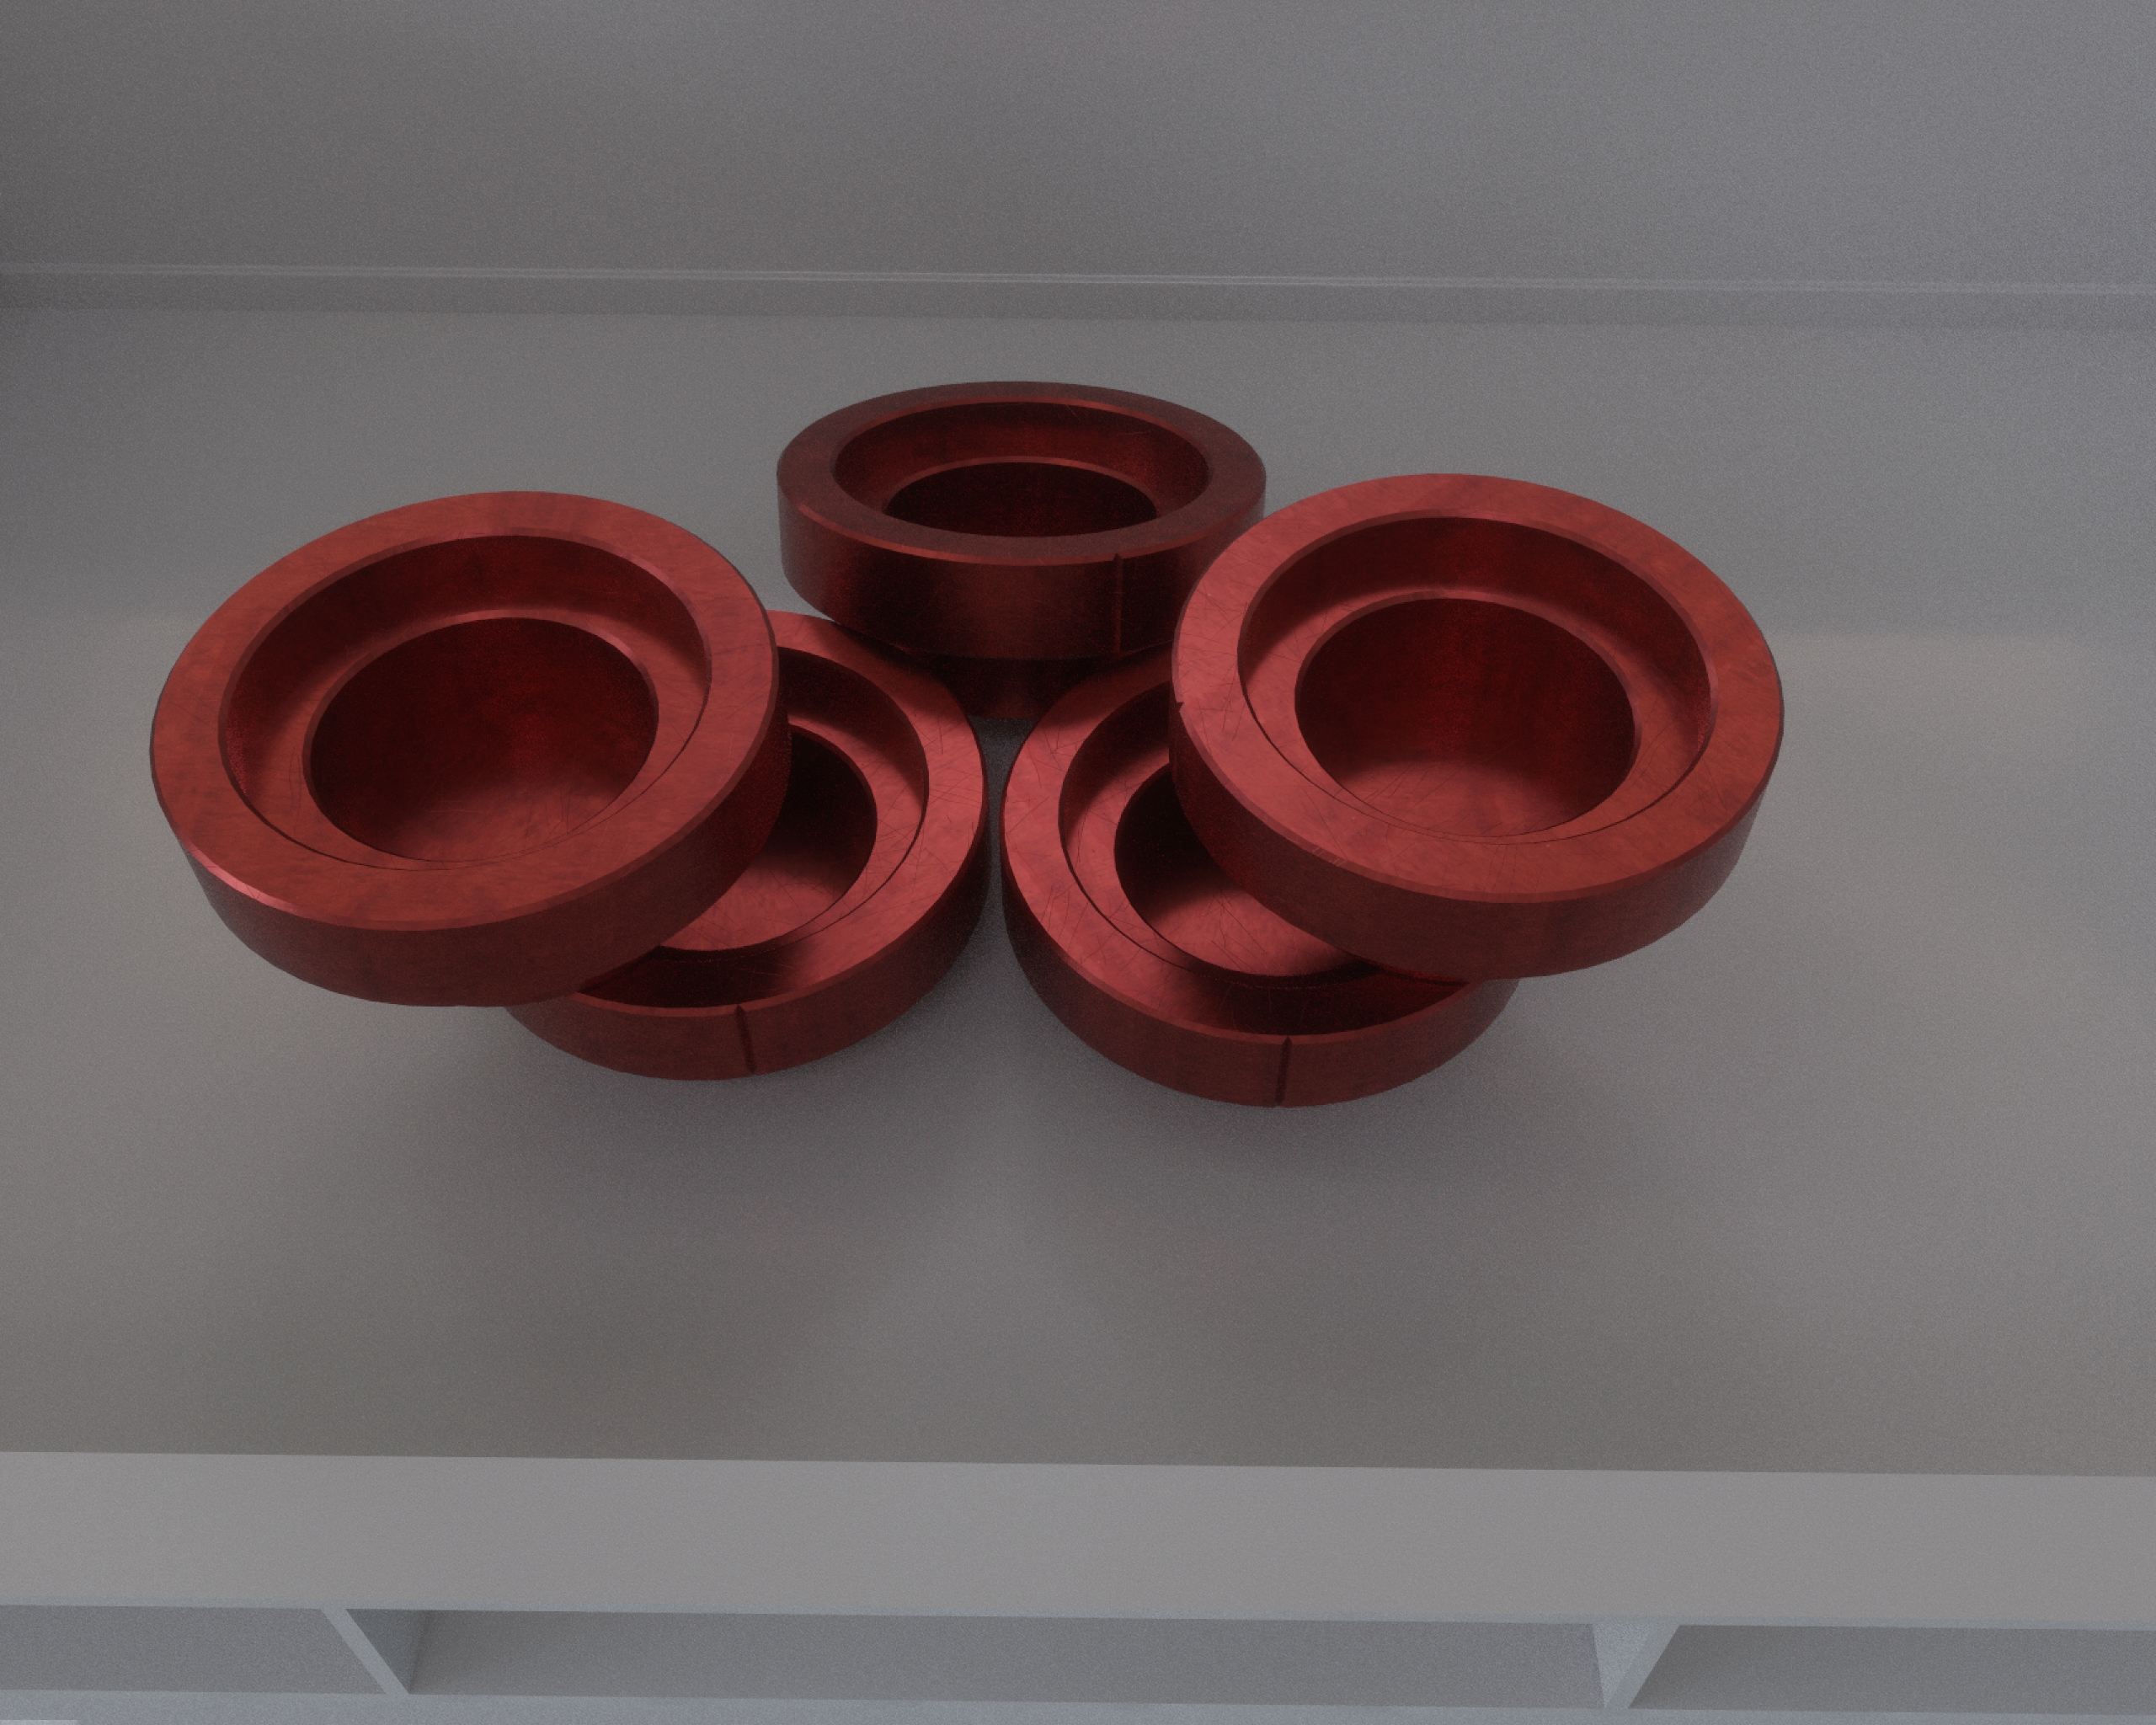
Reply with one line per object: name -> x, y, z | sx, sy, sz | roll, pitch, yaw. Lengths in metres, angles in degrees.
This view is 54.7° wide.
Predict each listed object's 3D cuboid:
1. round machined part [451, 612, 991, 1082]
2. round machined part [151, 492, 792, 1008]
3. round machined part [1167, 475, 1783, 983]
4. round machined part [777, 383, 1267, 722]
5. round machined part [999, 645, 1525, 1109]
round machined part -> -0.065, 0.001, 0.391 | 0.099, 0.042, 0.098 | 0, 50, 0
round machined part -> -0.097, -0.015, 0.350 | 0.099, 0.042, 0.098 | 0, 50, 0
round machined part -> 0.064, -0.019, 0.354 | 0.099, 0.042, 0.098 | 0, 50, 0
round machined part -> -0.012, -0.063, 0.432 | 0.099, 0.042, 0.098 | 1, 32, -1
round machined part -> 0.035, 0.005, 0.388 | 0.099, 0.042, 0.098 | 0, 50, 0
